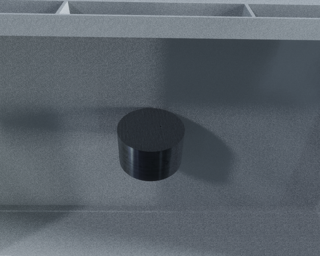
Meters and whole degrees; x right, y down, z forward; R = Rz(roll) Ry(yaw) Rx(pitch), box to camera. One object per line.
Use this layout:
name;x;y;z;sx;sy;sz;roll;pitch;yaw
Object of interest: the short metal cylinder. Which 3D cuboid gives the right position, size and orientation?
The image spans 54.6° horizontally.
short metal cylinder;-0.011;0.019;0.385;0.080;0.080;0.050;1;130;-1
